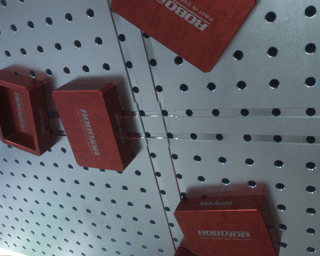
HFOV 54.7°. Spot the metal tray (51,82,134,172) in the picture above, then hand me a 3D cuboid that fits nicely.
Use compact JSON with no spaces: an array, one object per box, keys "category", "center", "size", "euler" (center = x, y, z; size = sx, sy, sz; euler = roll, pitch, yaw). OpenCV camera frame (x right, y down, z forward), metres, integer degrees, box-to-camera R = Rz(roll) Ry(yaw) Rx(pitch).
[{"category":"metal tray","center":[-0.097,0.000,0.457],"size":[0.090,0.030,0.129],"euler":[3,120,26]}]

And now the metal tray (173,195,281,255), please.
[{"category":"metal tray","center":[0.095,0.143,0.446],"size":[0.130,0.030,0.090],"euler":[-11,113,32]}]

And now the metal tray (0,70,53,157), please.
[{"category":"metal tray","center":[-0.231,-0.023,0.512],"size":[0.090,0.030,0.129],"euler":[17,125,18]}]

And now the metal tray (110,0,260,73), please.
[{"category":"metal tray","center":[0.022,-0.129,0.316],"size":[0.130,0.030,0.089],"euler":[35,129,4]}]

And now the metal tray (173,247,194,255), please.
[{"category":"metal tray","center":[0.047,0.279,0.553],"size":[0.090,0.030,0.129],"euler":[28,128,9]}]
